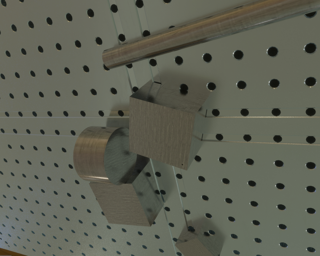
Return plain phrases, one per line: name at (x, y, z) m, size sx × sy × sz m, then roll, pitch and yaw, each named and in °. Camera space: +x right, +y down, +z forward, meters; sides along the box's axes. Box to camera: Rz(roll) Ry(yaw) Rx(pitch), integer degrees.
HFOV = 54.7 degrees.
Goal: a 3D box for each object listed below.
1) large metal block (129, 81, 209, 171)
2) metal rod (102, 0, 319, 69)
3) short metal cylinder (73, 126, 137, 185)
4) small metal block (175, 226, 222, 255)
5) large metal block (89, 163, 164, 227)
large metal block at (0.009, -0.004, 0.387) m, size 0.080 × 0.050 × 0.079 m, roll 17°, pitch 125°, yaw 18°
metal rod at (0.063, -0.104, 0.312) m, size 0.300 × 0.025 × 0.025 m, roll -8°, pitch 115°, yaw 31°
short metal cylinder at (-0.075, 0.038, 0.437) m, size 0.050 × 0.080 × 0.079 m, roll 2°, pitch 120°, yaw 27°
small metal block at (0.061, 0.190, 0.495) m, size 0.050 × 0.025 × 0.050 m, roll 49°, pitch 128°, yaw -7°
large metal block at (-0.051, 0.104, 0.484) m, size 0.080 × 0.050 × 0.080 m, roll -6°, pitch 116°, yaw 30°
